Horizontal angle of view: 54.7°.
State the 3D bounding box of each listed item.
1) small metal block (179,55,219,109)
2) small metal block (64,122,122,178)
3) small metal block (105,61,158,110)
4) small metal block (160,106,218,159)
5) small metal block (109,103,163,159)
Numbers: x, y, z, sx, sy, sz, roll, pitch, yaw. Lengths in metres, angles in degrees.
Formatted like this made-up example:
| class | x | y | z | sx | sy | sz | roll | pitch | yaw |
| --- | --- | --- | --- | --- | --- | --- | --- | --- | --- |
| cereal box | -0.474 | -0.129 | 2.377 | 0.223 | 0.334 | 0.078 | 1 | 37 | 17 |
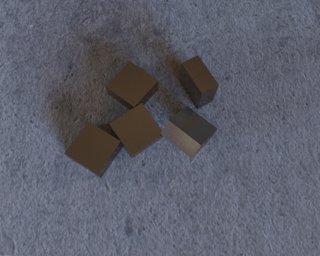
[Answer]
| class | x | y | z | sx | sy | sz | roll | pitch | yaw |
| --- | --- | --- | --- | --- | --- | --- | --- | --- | --- |
| small metal block | 0.051 | -0.061 | 0.418 | 0.025 | 0.050 | 0.050 | -28 | 73 | -10 |
| small metal block | -0.084 | 0.028 | 0.397 | 0.050 | 0.025 | 0.050 | 30 | 73 | 10 |
| small metal block | -0.038 | -0.056 | 0.428 | 0.050 | 0.025 | 0.050 | 37 | 74 | 12 |
| small metal block | 0.038 | 0.004 | 0.394 | 0.050 | 0.025 | 0.050 | 38 | 39 | 12 |
| small metal block | -0.030 | 0.004 | 0.403 | 0.050 | 0.025 | 0.050 | -34 | 82 | -12 |
